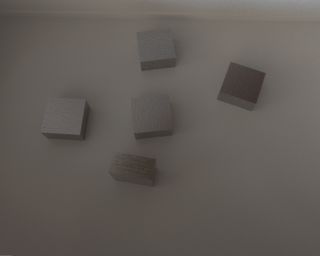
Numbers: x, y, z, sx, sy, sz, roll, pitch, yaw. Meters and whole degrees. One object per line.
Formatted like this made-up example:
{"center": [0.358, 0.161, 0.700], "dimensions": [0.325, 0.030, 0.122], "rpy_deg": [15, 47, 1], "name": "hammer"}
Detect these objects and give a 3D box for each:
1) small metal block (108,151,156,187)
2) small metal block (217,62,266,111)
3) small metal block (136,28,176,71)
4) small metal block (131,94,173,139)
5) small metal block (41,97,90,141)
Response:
{"center": [-0.031, 0.051, 0.377], "dimensions": [0.050, 0.050, 0.025], "rpy_deg": [10, 71, 3], "name": "small metal block"}
{"center": [0.113, -0.058, 0.431], "dimensions": [0.050, 0.025, 0.050], "rpy_deg": [20, 71, 7], "name": "small metal block"}
{"center": [-0.006, -0.114, 0.451], "dimensions": [0.050, 0.025, 0.050], "rpy_deg": [-8, 70, -3], "name": "small metal block"}
{"center": [-0.011, -0.015, 0.415], "dimensions": [0.050, 0.025, 0.050], "rpy_deg": [-6, 70, -2], "name": "small metal block"}
{"center": [-0.125, -0.012, 0.413], "dimensions": [0.050, 0.025, 0.050], "rpy_deg": [4, 70, 1], "name": "small metal block"}
